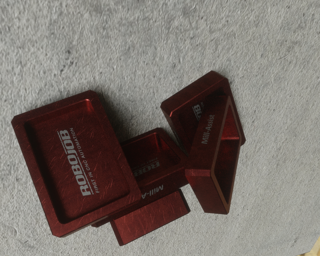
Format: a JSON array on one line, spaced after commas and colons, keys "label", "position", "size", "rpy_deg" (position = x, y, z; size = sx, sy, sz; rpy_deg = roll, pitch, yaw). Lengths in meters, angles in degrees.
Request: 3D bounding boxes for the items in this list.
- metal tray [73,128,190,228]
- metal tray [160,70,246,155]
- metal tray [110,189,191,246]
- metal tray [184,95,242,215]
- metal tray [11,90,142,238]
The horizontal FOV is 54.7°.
[{"label": "metal tray", "position": [-0.036, 0.054, 0.381], "size": [0.131, 0.090, 0.030], "rpy_deg": [-23, 127, -15]}, {"label": "metal tray", "position": [0.066, -0.005, 0.440], "size": [0.090, 0.030, 0.130], "rpy_deg": [-34, 129, -7]}, {"label": "metal tray", "position": [-0.021, 0.115, 0.413], "size": [0.091, 0.130, 0.030], "rpy_deg": [-22, 82, -15]}, {"label": "metal tray", "position": [0.074, 0.032, 0.398], "size": [0.090, 0.030, 0.130], "rpy_deg": [63, 36, -39]}, {"label": "metal tray", "position": [-0.086, 0.034, 0.322], "size": [0.091, 0.130, 0.030], "rpy_deg": [-22, 166, -16]}]
